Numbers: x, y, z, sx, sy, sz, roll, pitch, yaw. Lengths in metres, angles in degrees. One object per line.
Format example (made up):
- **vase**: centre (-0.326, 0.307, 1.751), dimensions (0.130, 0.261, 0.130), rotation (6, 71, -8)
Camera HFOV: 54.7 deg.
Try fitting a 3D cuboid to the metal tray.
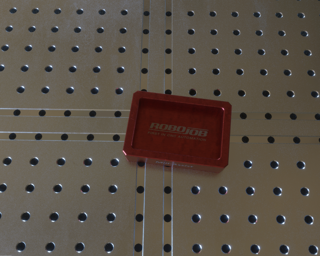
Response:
- **metal tray**: centre (0.024, 0.004, 0.407), dimensions (0.131, 0.030, 0.090), rotation (7, 70, 2)
